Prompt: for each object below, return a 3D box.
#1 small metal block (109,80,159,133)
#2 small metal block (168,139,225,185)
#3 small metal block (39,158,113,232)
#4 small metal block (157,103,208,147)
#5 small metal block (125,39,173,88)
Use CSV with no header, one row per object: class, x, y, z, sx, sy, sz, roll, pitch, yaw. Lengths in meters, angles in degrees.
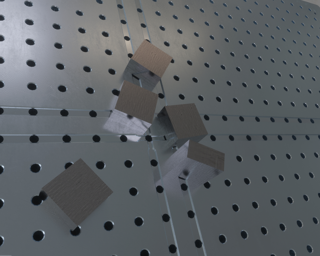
small metal block,-0.034,-0.028,0.407,0.050,0.025,0.050,22,53,-15
small metal block,0.045,0.044,0.389,0.050,0.050,0.025,22,54,-15
small metal block,-0.086,0.068,0.320,0.050,0.025,0.050,45,51,3
small metal block,0.031,-0.005,0.427,0.050,0.025,0.050,-8,66,-32
small metal block,-0.016,-0.095,0.457,0.050,0.025,0.050,32,52,-8
